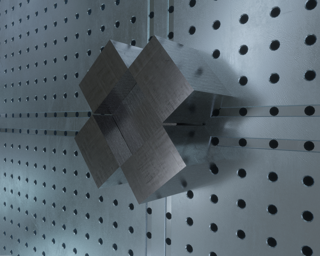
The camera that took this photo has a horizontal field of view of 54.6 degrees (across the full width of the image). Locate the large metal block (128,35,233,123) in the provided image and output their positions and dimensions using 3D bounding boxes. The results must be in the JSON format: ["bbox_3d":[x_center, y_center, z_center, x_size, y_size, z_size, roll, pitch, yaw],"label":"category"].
[{"bbox_3d":[0.024,-0.052,0.355,0.050,0.081,0.080,-46,63,30],"label":"large metal block"}]

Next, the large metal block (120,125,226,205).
[{"bbox_3d":[0.016,0.041,0.363,0.080,0.081,0.050,-45,63,31],"label":"large metal block"}]

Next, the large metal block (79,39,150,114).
[{"bbox_3d":[-0.046,-0.063,0.413,0.080,0.081,0.050,-46,63,30],"label":"large metal block"}]

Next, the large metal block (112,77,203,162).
[{"bbox_3d":[-0.006,-0.011,0.398,0.080,0.050,0.080,-47,61,32],"label":"large metal block"}]

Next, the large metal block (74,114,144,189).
[{"bbox_3d":[-0.056,0.029,0.420,0.050,0.081,0.080,-46,63,30],"label":"large metal block"}]
